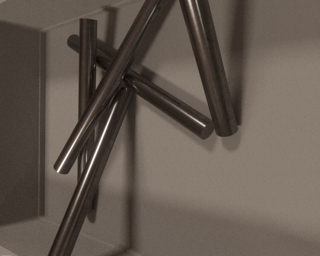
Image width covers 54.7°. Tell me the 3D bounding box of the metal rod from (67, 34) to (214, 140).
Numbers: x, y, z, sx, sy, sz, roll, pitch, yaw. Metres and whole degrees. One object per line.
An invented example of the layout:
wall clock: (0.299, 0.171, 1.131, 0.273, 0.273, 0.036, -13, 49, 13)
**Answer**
metal rod: (-0.045, -0.072, 0.441, 0.300, 0.025, 0.025, 37, 112, 33)

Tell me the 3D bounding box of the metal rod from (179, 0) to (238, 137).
metal rod: (0.029, -0.120, 0.277, 0.025, 0.025, 0.299, 5, 128, 39)

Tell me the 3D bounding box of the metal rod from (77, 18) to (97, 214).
metal rod: (-0.113, -0.011, 0.476, 0.025, 0.025, 0.298, 13, 104, 39)

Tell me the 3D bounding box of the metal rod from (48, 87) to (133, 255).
metal rod: (-0.095, 0.079, 0.394, 0.025, 0.025, 0.300, 0, 62, 39)

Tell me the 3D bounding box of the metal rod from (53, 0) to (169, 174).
metal rod: (-0.072, -0.056, 0.427, 0.025, 0.025, 0.298, 45, 111, 30)
